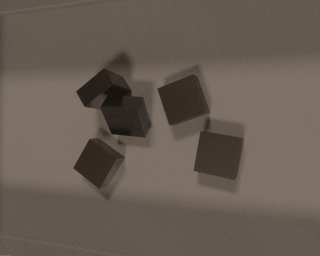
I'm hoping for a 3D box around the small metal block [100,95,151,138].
[{"bbox_3d":[-0.044,-0.015,0.410,0.050,0.050,0.025,5,48,19],"label":"small metal block"}]

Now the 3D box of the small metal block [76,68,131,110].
[{"bbox_3d":[-0.076,-0.051,0.422,0.050,0.050,0.025,-36,75,16],"label":"small metal block"}]

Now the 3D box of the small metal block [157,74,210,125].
[{"bbox_3d":[0.031,-0.035,0.399,0.050,0.025,0.050,-20,84,18],"label":"small metal block"}]

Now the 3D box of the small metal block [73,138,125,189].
[{"bbox_3d":[-0.086,0.049,0.440,0.050,0.025,0.050,34,101,16],"label":"small metal block"}]

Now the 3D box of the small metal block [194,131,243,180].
[{"bbox_3d":[0.073,0.033,0.384,0.050,0.025,0.050,10,93,19],"label":"small metal block"}]
